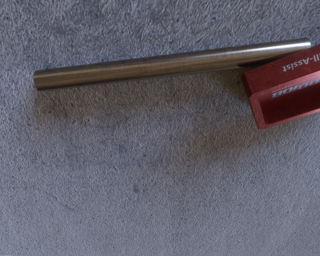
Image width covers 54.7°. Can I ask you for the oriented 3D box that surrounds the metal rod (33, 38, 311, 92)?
[{"bbox_3d":[0.009,-0.070,0.347,0.302,0.025,0.025,-6,130,4],"label":"metal rod"}]

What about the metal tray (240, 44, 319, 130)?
[{"bbox_3d":[0.165,-0.048,0.345,0.130,0.030,0.090,-19,148,15],"label":"metal tray"}]
